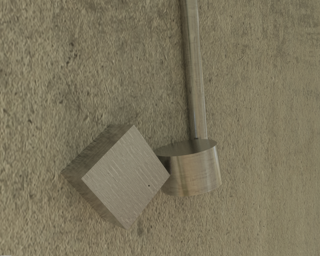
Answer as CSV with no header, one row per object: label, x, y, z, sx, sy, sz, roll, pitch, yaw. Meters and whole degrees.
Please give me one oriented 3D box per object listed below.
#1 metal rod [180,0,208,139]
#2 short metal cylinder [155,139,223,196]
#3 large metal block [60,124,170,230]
metal rod,0.051,-0.062,0.447,0.025,0.025,0.298,-8,96,-40
short metal cylinder,0.037,0.049,0.400,0.081,0.080,0.050,-17,101,-39
large metal block,-0.047,0.052,0.349,0.080,0.050,0.080,-48,119,-29
